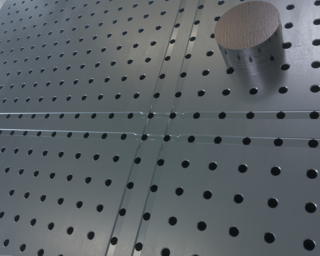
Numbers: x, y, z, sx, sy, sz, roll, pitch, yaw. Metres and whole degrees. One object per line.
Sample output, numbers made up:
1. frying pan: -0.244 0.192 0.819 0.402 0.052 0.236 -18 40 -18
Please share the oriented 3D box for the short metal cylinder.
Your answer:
1. short metal cylinder: 0.117 -0.116 0.402 0.080 0.050 0.080 -13 56 21
